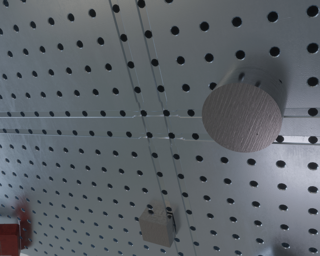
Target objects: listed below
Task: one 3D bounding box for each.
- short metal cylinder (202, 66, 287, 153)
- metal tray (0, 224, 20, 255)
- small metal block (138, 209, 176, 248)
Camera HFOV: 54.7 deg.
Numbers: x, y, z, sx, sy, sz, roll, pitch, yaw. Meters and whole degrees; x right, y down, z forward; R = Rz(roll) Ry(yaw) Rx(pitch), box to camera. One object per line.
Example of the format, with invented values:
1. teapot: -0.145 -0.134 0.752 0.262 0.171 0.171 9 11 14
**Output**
1. short metal cylinder: 0.092 -0.020 0.334 0.080 0.050 0.079 13 124 21
2. metal tray: -0.396 0.286 0.763 0.091 0.030 0.129 5 129 -17
3. small metal block: -0.004 0.167 0.517 0.050 0.025 0.050 6 121 25
